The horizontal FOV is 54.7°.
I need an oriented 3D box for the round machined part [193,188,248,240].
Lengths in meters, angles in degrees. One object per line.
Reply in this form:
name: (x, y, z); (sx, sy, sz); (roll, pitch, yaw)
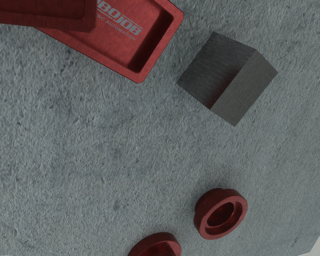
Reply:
round machined part: (0.101, 0.145, 0.543); (0.099, 0.042, 0.097); (-14, 125, -21)

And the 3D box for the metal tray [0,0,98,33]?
metal tray: (-0.113, -0.126, 0.234); (0.131, 0.030, 0.089); (2, 110, -13)

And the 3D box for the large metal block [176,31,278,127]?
large metal block: (0.078, -0.061, 0.378); (0.050, 0.080, 0.080); (29, 102, -38)

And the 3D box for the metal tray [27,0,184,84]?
metal tray: (-0.050, -0.112, 0.307); (0.131, 0.030, 0.090); (25, 105, -37)

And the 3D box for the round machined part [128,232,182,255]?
round machined part: (-0.006, 0.233, 0.539); (0.099, 0.042, 0.097); (-14, 125, -21)
